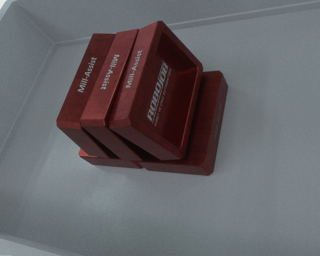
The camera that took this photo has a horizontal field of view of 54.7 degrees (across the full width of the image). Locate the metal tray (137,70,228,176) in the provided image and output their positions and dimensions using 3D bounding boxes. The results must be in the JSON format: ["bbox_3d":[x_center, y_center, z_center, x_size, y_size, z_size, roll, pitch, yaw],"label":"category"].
[{"bbox_3d":[0.030,-0.009,0.391,0.090,0.030,0.130,1,62,28],"label":"metal tray"}]

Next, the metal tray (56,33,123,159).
[{"bbox_3d":[-0.071,-0.039,0.381,0.030,0.090,0.130,6,64,17],"label":"metal tray"}]

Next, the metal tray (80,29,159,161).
[{"bbox_3d":[-0.034,-0.038,0.363,0.030,0.090,0.130,0,60,28],"label":"metal tray"}]

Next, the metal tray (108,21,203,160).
[{"bbox_3d":[0.002,-0.040,0.344,0.030,0.090,0.130,-9,57,41],"label":"metal tray"}]

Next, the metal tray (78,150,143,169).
[{"bbox_3d":[-0.051,-0.011,0.433,0.090,0.030,0.130,1,62,28],"label":"metal tray"}]
